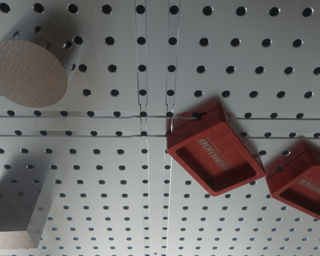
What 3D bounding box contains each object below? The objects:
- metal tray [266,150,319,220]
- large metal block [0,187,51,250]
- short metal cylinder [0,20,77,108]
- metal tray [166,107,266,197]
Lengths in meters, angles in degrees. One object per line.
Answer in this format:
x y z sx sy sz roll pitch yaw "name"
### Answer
0.248 0.095 0.491 0.131 0.030 0.090 26 125 -21 "metal tray"
-0.232 0.144 0.496 0.080 0.080 0.050 -3 130 2 "large metal block"
-0.135 -0.069 0.335 0.081 0.050 0.079 0 130 0 "short metal cylinder"
0.081 0.040 0.442 0.090 0.030 0.130 -29 125 22 "metal tray"
